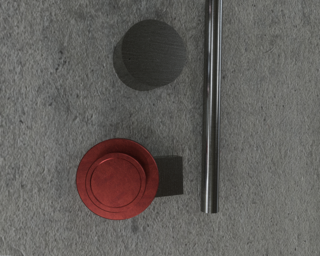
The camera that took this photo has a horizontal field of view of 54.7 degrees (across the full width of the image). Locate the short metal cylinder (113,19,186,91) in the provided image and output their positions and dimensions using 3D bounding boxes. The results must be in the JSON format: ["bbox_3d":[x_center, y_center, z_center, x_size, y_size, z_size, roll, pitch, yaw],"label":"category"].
[{"bbox_3d":[-0.015,-0.089,0.390,0.081,0.050,0.079,0,90,-20],"label":"short metal cylinder"}]

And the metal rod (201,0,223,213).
[{"bbox_3d":[0.073,-0.033,0.435,0.025,0.025,0.298,1,90,-20],"label":"metal rod"}]

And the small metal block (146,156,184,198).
[{"bbox_3d":[0.002,0.063,0.410,0.050,0.025,0.050,-2,91,-20],"label":"small metal block"}]

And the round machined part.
[{"bbox_3d":[-0.050,0.061,0.367,0.099,0.042,0.097,0,91,-2],"label":"round machined part"}]
